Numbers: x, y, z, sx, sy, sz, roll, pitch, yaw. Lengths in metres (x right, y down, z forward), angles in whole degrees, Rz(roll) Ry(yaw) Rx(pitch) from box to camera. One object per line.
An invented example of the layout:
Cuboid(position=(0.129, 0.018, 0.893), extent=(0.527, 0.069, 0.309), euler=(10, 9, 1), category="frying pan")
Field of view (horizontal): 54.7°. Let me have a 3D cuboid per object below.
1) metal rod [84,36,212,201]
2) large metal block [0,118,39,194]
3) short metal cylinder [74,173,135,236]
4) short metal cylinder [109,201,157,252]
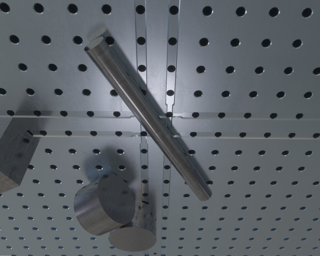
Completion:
Cuboid(position=(0.001, 0.009, 0.419), extent=(0.025, 0.025, 0.300), euler=(-23, 127, 18), category="metal rod")
Cuboid(position=(-0.221, 0.044, 0.411), extent=(0.080, 0.080, 0.050), euler=(-23, 127, 18), category="large metal block")
Cuboid(position=(-0.083, 0.117, 0.474), extent=(0.050, 0.080, 0.080), euler=(-32, 124, 24), category="short metal cylinder")
Cuboid(position=(-0.046, 0.173, 0.543), extent=(0.081, 0.050, 0.079), euler=(0, 130, 0), category="short metal cylinder")
